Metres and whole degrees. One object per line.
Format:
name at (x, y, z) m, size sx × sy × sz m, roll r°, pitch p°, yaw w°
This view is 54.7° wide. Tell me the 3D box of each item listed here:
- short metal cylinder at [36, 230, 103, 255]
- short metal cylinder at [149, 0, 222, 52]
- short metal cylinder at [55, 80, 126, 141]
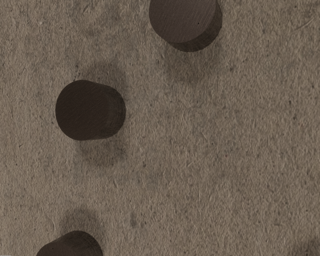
short metal cylinder at (-0.128, 0.193, 0.439) m, size 0.080 × 0.050 × 0.079 m, roll 0°, pitch 90°, yaw 19°
short metal cylinder at (0.033, -0.139, 0.383) m, size 0.080 × 0.050 × 0.079 m, roll 0°, pitch 90°, yaw 19°
short metal cylinder at (-0.095, -0.023, 0.428) m, size 0.080 × 0.050 × 0.079 m, roll 0°, pitch 90°, yaw 19°
